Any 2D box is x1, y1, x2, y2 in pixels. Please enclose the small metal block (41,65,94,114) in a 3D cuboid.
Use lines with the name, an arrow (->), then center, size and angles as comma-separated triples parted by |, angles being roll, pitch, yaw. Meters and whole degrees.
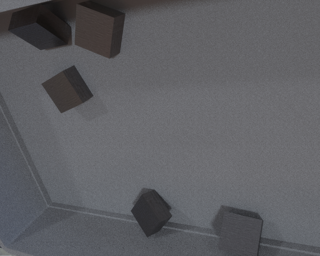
small metal block -> -0.132, -0.054, 0.443 | 0.050, 0.025, 0.050 | -19, 109, 35

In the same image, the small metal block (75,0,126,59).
small metal block -> -0.073, -0.119, 0.372 | 0.050, 0.025, 0.050 | 24, 127, 13

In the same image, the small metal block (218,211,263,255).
small metal block -> 0.110, 0.145, 0.421 | 0.050, 0.050, 0.025 | 7, 164, 24

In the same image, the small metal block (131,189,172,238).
small metal block -> -0.014, 0.134, 0.485 | 0.050, 0.025, 0.050 | 52, 133, 25

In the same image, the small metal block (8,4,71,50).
small metal block -> -0.151, -0.125, 0.390 | 0.050, 0.050, 0.025 | -2, 73, 29
